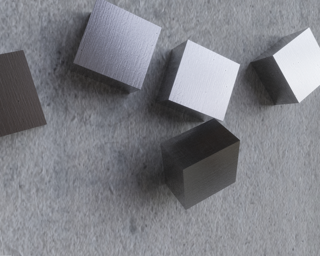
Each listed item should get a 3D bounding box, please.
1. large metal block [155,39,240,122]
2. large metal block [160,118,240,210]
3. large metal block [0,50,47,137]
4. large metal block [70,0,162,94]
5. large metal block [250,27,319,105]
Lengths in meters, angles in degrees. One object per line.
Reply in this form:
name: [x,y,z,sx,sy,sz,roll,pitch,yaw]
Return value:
large metal block: [0.050,-0.059,0.415,0.081,0.050,0.080,20,83,-19]
large metal block: [0.051,0.046,0.396,0.081,0.050,0.080,-24,135,-19]
large metal block: [-0.174,-0.031,0.331,0.081,0.050,0.080,-18,96,-20]
large metal block: [-0.055,-0.096,0.376,0.081,0.050,0.080,20,83,-19]
large metal block: [0.200,-0.092,0.472,0.080,0.050,0.080,-37,102,-16]
